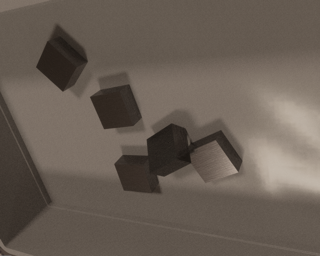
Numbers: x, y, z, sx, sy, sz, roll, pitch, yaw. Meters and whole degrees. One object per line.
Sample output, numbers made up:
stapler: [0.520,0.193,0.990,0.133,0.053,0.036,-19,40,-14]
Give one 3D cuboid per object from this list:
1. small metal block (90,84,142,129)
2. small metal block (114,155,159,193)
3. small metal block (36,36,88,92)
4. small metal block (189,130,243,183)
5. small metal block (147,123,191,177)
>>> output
small metal block: [-0.059,-0.028,0.421,0.050,0.025,0.050,-6,116,30]
small metal block: [-0.035,0.069,0.468,0.050,0.025,0.050,-1,118,28]
small metal block: [-0.135,-0.087,0.424,0.050,0.025,0.050,43,129,-2]
small metal block: [0.068,0.037,0.395,0.050,0.025,0.050,-28,103,37]
small metal block: [0.010,0.029,0.401,0.025,0.050,0.050,20,141,-38]
